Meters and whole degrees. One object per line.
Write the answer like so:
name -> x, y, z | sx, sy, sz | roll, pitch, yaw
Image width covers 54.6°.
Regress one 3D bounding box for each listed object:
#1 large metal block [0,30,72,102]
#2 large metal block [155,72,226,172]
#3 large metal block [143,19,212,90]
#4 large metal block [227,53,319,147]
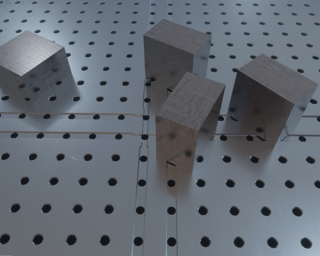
large metal block -> -0.198, -0.096, 0.471 | 0.080, 0.050, 0.080 | 27, 55, 21
large metal block -> 0.036, -0.007, 0.378 | 0.050, 0.080, 0.080 | 22, 54, 18
large metal block -> 0.024, -0.102, 0.458 | 0.080, 0.080, 0.050 | 27, 55, 20
large metal block -> 0.141, -0.036, 0.403 | 0.050, 0.080, 0.080 | -34, 58, -25
